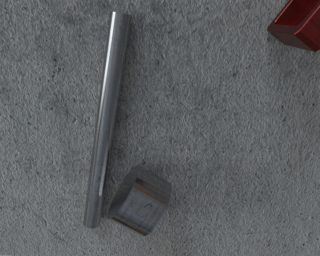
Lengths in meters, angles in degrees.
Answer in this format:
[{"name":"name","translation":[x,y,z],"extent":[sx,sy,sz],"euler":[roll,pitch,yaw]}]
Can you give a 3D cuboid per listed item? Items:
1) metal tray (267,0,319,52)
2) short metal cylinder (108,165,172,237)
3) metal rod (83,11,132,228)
[{"name":"metal tray","translation":[0.180,-0.146,0.323],"extent":[0.030,0.090,0.129],"euler":[34,106,-12]},{"name":"short metal cylinder","translation":[-0.028,0.097,0.416],"extent":[0.050,0.080,0.080],"euler":[31,107,-11]},{"name":"metal rod","translation":[-0.073,0.004,0.410],"extent":[0.025,0.025,0.298],"euler":[10,110,-4]}]
